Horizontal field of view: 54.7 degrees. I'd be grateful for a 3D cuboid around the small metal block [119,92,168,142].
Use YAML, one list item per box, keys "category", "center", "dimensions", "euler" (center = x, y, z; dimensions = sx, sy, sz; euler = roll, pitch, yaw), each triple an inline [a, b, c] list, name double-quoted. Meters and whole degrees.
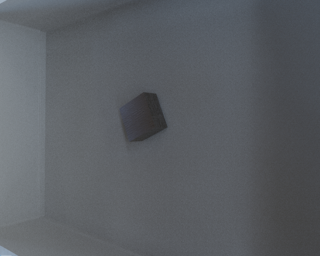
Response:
- category: "small metal block"
  center: [-0.023, -0.014, 0.419]
  dimensions: [0.050, 0.025, 0.050]
  euler: [-29, 72, 36]
